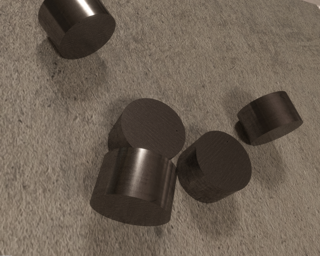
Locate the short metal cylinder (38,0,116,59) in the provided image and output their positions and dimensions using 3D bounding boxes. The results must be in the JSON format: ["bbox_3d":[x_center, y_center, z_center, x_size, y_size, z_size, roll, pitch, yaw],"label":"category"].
[{"bbox_3d":[-0.105,-0.134,0.395,0.081,0.080,0.050,-28,77,-38],"label":"short metal cylinder"}]

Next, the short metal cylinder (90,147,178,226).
[{"bbox_3d":[-0.025,0.062,0.318,0.080,0.080,0.050,22,54,-15],"label":"short metal cylinder"}]

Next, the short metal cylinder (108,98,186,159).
[{"bbox_3d":[-0.017,0.011,0.374,0.081,0.050,0.080,14,56,-21],"label":"short metal cylinder"}]

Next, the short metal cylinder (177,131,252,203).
[{"bbox_3d":[0.068,0.050,0.396,0.081,0.050,0.080,14,56,-21],"label":"short metal cylinder"}]

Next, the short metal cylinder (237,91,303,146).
[{"bbox_3d":[0.165,-0.013,0.468,0.081,0.080,0.050,-8,66,-32],"label":"short metal cylinder"}]
